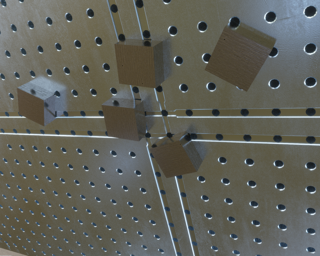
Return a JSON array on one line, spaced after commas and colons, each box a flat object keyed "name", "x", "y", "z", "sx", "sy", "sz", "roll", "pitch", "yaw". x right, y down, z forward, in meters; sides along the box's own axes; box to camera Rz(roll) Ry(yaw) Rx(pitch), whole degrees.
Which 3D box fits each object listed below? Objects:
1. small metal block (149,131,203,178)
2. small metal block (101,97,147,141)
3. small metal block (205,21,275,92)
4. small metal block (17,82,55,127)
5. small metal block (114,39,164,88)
[{"name": "small metal block", "x": 0.022, "y": 0.037, "z": 0.421, "sx": 0.050, "sy": 0.025, "sz": 0.050, "roll": -19, "pitch": 109, "yaw": 35}, {"name": "small metal block", "x": -0.048, "y": -0.012, "z": 0.427, "sx": 0.050, "sy": 0.025, "sz": 0.050, "roll": 8, "pitch": 122, "yaw": 24}, {"name": "small metal block", "x": 0.082, "y": -0.074, "z": 0.322, "sx": 0.050, "sy": 0.025, "sz": 0.050, "roll": 30, "pitch": 128, "yaw": 9}, {"name": "small metal block", "x": -0.194, "y": -0.038, "z": 0.488, "sx": 0.050, "sy": 0.025, "sz": 0.050, "roll": 24, "pitch": 127, "yaw": 13}, {"name": "small metal block", "x": -0.024, "y": -0.079, "z": 0.374, "sx": 0.050, "sy": 0.025, "sz": 0.050, "roll": 10, "pitch": 123, "yaw": 22}]
